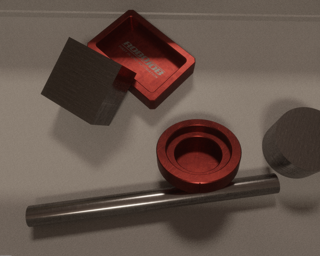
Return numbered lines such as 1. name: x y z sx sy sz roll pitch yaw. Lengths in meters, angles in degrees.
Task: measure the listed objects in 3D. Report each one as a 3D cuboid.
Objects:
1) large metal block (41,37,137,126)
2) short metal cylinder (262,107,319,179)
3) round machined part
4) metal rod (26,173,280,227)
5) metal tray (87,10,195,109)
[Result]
1. large metal block: -0.090 -0.057 0.399 0.080 0.050 0.080 30 96 14
2. short metal cylinder: 0.177 0.020 0.391 0.081 0.050 0.080 0 70 0
3. round machined part: 0.046 0.038 0.375 0.099 0.042 0.098 -2 46 2
4. metal rod: -0.006 0.087 0.377 0.302 0.025 0.025 -7 70 -3
5. metal tray: -0.027 -0.100 0.443 0.130 0.030 0.090 42 75 13
